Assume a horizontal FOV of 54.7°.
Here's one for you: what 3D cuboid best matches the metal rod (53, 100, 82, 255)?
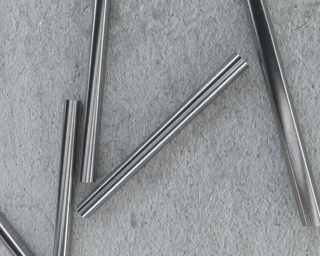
[{"bbox_3d":[-0.139,0.108,0.456,0.025,0.025,0.298,5,92,19],"label":"metal rod"}]

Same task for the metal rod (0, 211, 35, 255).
[{"bbox_3d":[-0.278,0.135,0.504,0.300,0.025,0.025,44,104,14],"label":"metal rod"}]

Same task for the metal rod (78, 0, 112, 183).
[{"bbox_3d":[-0.091,-0.073,0.439,0.025,0.025,0.298,6,92,19],"label":"metal rod"}]

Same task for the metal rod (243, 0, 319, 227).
[{"bbox_3d":[0.139,-0.038,0.359,0.025,0.025,0.298,-15,85,19],"label":"metal rod"}]

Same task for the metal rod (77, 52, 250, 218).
[{"bbox_3d":[-0.005,0.018,0.409,0.299,0.025,0.025,-44,77,14],"label":"metal rod"}]
